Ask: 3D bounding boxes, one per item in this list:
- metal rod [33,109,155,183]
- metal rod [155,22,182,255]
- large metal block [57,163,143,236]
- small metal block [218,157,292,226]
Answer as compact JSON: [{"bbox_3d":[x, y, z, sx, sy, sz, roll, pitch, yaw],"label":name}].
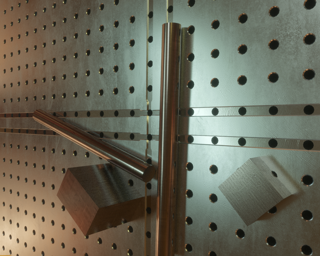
[{"bbox_3d":[-0.126,0.019,0.513,0.300,0.025,0.025,22,104,38],"label":"metal rod"},{"bbox_3d":[0.011,0.018,0.400,0.025,0.025,0.298,3,92,40],"label":"metal rod"},{"bbox_3d":[-0.086,0.098,0.445,0.080,0.081,0.050,41,115,32],"label":"large metal block"},{"bbox_3d":[0.099,0.066,0.328,0.050,0.025,0.050,-50,61,28],"label":"small metal block"}]
